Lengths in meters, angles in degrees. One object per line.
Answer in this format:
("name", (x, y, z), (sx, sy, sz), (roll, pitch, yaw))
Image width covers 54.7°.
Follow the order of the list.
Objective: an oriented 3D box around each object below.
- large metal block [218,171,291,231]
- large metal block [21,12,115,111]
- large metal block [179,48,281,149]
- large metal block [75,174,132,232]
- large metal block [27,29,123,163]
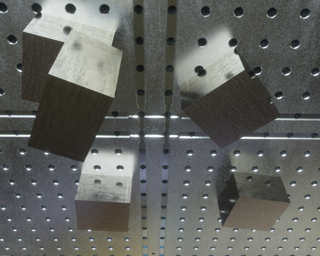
("large metal block", (0.148, 0.120, 0.500), (0.081, 0.050, 0.079), (8, 130, -8))
("large metal block", (-0.099, -0.068, 0.336), (0.081, 0.050, 0.079), (13, 129, -11))
("large metal block", (0.081, -0.033, 0.369), (0.080, 0.050, 0.080), (-33, 123, 24))
("large metal block", (-0.089, 0.121, 0.498), (0.081, 0.050, 0.079), (5, 130, -5))
("large metal block", (-0.076, -0.029, 0.284), (0.050, 0.080, 0.079), (20, 127, -17))
